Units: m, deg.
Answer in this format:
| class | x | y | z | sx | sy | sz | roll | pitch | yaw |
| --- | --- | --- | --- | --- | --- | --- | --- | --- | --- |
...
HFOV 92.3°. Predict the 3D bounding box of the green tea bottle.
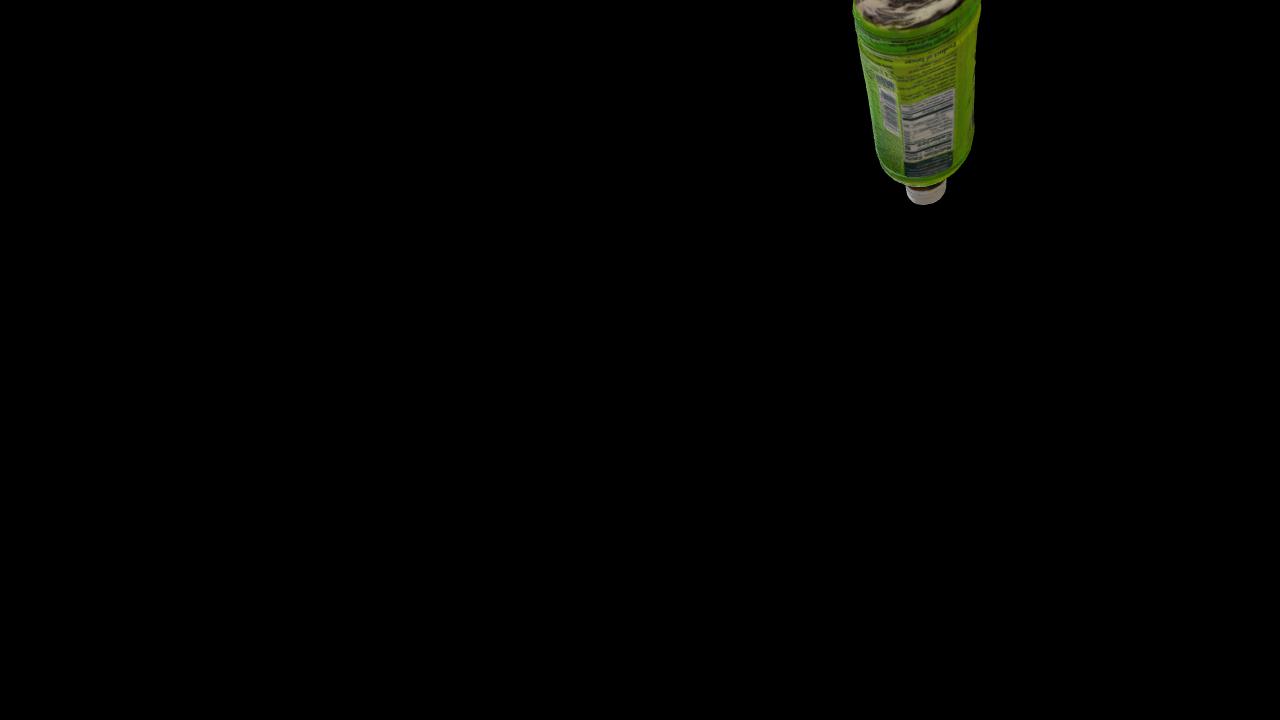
| class | x | y | z | sx | sy | sz | roll | pitch | yaw |
| --- | --- | --- | --- | --- | --- | --- | --- | --- | --- |
| green tea bottle | 0.198 | -0.179 | 0.434 | 0.073 | 0.073 | 0.212 | 0 | -21 | 25 |
